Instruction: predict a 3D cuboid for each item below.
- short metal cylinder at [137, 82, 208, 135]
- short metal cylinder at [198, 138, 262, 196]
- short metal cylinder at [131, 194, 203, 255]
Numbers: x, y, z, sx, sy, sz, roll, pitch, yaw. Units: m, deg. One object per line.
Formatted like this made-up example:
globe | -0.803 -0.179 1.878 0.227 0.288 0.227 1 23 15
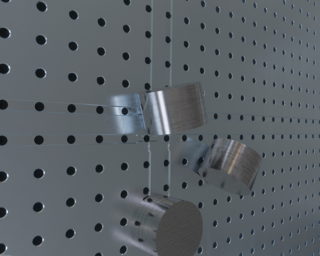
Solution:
short metal cylinder | 0.016 -0.026 0.386 0.081 0.080 0.050 -19 102 -38
short metal cylinder | 0.104 0.058 0.460 0.080 0.080 0.050 43 64 -32
short metal cylinder | 0.010 0.130 0.401 0.081 0.050 0.079 0 90 -40
